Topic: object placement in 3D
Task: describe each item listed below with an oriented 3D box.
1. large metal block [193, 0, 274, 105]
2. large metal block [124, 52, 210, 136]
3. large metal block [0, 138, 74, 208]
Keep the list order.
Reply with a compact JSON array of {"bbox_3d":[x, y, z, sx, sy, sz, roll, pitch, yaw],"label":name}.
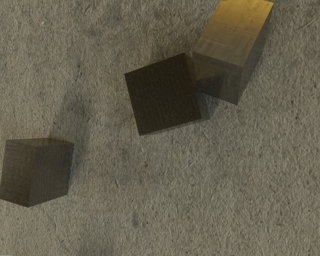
[{"bbox_3d":[0.079,-0.084,0.338,0.050,0.080,0.080,23,74,18],"label":"large metal block"},{"bbox_3d":[0.010,-0.039,0.392,0.080,0.050,0.080,-16,85,19],"label":"large metal block"},{"bbox_3d":[-0.172,0.059,0.441,0.050,0.080,0.079,10,93,20],"label":"large metal block"}]
